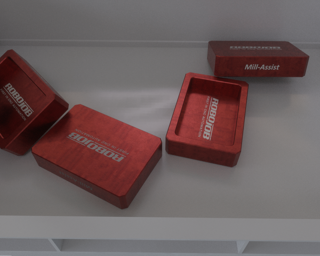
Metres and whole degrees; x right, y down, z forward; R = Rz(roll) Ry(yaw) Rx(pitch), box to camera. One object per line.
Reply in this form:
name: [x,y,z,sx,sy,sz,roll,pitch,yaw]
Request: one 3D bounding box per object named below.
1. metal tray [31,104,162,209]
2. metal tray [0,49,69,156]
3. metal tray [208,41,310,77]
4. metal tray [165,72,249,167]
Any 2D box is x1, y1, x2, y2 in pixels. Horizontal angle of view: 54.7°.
metal tray: [-0.074,0.029,0.377,0.130,0.030,0.090,23,53,18]
metal tray: [-0.191,-0.037,0.407,0.090,0.030,0.130,-47,61,-4]
metal tray: [0.143,-0.107,0.473,0.131,0.030,0.090,0,29,0]
metal tray: [0.066,-0.017,0.415,0.090,0.030,0.130,11,51,9]
